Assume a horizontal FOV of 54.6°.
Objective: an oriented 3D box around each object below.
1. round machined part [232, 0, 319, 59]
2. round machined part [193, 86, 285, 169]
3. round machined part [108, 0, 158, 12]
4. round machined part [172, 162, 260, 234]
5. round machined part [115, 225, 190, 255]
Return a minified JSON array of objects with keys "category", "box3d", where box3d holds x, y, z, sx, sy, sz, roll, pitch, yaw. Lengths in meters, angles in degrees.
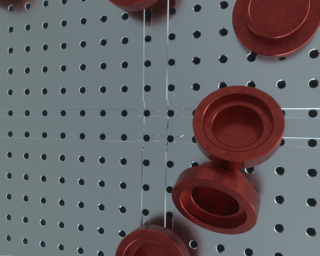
[{"category":"round machined part","box3d":[0.133,-0.132,0.357,0.098,0.042,0.097,0,90,20]},{"category":"round machined part","box3d":[0.089,0.002,0.357,0.098,0.042,0.098,-6,58,10]},{"category":"round machined part","box3d":[-0.031,-0.205,0.415,0.098,0.042,0.097,0,90,20]},{"category":"round machined part","box3d":[0.067,0.078,0.363,0.098,0.042,0.097,16,136,16]},{"category":"round machined part","box3d":[-0.006,0.175,0.406,0.098,0.042,0.097,0,90,20]}]
